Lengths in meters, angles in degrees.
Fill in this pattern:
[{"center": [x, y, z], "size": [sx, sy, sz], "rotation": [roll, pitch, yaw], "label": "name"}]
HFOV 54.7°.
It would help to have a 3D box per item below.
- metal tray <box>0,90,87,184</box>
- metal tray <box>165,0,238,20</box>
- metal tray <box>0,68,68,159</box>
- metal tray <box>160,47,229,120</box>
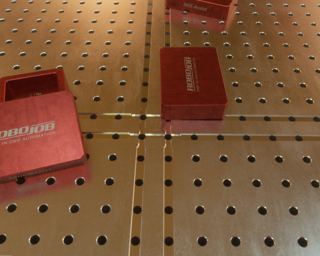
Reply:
[{"center": [-0.162, 0.012, 0.371], "size": [0.131, 0.030, 0.090], "rotation": [-12, 74, -11], "label": "metal tray"}, {"center": [0.087, -0.268, 0.631], "size": [0.130, 0.030, 0.090], "rotation": [19, 52, 15], "label": "metal tray"}, {"center": [-0.170, -0.024, 0.422], "size": [0.091, 0.030, 0.130], "rotation": [-12, 51, -10], "label": "metal tray"}, {"center": [0.046, -0.071, 0.464], "size": [0.091, 0.030, 0.130], "rotation": [-1, 50, -1], "label": "metal tray"}]
